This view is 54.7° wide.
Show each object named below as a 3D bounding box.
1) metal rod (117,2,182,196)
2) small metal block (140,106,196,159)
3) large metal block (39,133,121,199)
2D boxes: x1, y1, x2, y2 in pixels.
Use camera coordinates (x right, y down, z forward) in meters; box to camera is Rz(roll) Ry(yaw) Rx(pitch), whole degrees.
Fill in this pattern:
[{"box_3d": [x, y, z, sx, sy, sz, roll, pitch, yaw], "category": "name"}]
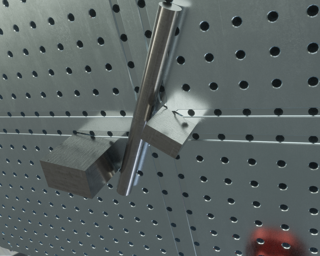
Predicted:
[{"box_3d": [-0.024, -0.014, 0.415, 0.025, 0.025, 0.298, 26, 128, 12], "category": "metal rod"}, {"box_3d": [0.011, 0.004, 0.392, 0.050, 0.050, 0.025, 30, 128, 9], "category": "small metal block"}, {"box_3d": [-0.117, 0.054, 0.471, 0.080, 0.080, 0.050, 9, 122, 23], "category": "large metal block"}]
